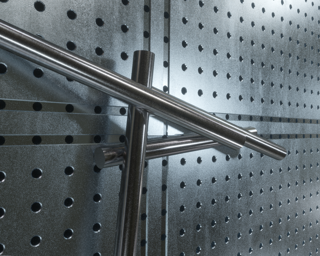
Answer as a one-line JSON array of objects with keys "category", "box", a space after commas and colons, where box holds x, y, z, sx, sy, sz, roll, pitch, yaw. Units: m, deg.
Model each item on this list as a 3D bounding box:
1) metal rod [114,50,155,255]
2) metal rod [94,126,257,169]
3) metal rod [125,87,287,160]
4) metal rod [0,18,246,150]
[{"category": "metal rod", "box": [-0.032, 0.061, 0.350, 0.025, 0.025, 0.298, 9, 83, -40]}, {"category": "metal rod", "box": [0.046, 0.022, 0.450, 0.302, 0.025, 0.025, -6, 94, -40]}, {"category": "metal rod", "box": [0.085, -0.003, 0.457, 0.302, 0.025, 0.025, 21, 77, -30]}, {"category": "metal rod", "box": [-0.034, -0.039, 0.326, 0.302, 0.025, 0.025, 23, 75, -20]}]
